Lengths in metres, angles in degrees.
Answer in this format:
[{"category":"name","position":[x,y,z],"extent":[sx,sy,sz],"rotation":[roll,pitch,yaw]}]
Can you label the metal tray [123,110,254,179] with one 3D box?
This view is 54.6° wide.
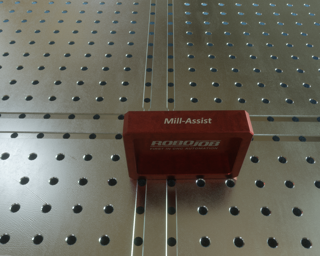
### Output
[{"category":"metal tray","position":[0.028,0.021,0.347],"extent":[0.131,0.090,0.030],"rotation":[-1,50,-1]}]
